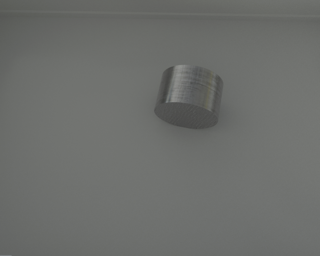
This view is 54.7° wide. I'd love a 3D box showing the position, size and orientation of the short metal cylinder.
[{"bbox_3d":[0.037,-0.037,0.395,0.080,0.080,0.050,11,71,3],"label":"short metal cylinder"}]
